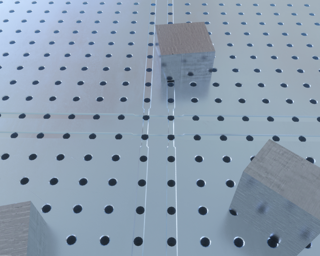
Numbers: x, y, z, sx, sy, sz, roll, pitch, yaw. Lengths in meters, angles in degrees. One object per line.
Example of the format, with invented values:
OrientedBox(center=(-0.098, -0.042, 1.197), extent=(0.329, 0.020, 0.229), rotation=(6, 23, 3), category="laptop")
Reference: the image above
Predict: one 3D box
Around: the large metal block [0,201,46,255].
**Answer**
OrientedBox(center=(-0.156, 0.122, 0.288), extent=(0.080, 0.050, 0.080), rotation=(-9, 51, -7), category="large metal block")

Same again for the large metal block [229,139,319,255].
OrientedBox(center=(0.124, 0.071, 0.313), extent=(0.080, 0.080, 0.050), rotation=(33, 58, 25), category="large metal block")

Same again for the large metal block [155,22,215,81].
OrientedBox(center=(0.037, -0.123, 0.495), extent=(0.080, 0.050, 0.080), rotation=(-5, 50, -4), category="large metal block")
